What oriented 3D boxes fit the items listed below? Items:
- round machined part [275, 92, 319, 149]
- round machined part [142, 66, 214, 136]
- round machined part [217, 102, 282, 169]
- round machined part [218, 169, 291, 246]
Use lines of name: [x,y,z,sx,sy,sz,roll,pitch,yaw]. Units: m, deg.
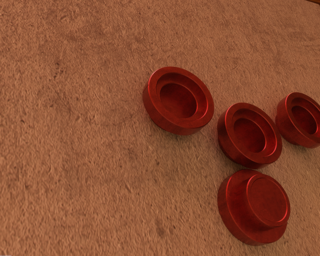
round machined part: [0.237,-0.009,0.526,0.099,0.042,0.098,14,56,-21]
round machined part: [0.021,-0.033,0.424,0.099,0.042,0.098,14,56,-21]
round machined part: [0.124,0.015,0.450,0.099,0.042,0.098,14,56,-21]
round machined part: [0.128,0.098,0.401,0.099,0.042,0.098,14,56,-21]
